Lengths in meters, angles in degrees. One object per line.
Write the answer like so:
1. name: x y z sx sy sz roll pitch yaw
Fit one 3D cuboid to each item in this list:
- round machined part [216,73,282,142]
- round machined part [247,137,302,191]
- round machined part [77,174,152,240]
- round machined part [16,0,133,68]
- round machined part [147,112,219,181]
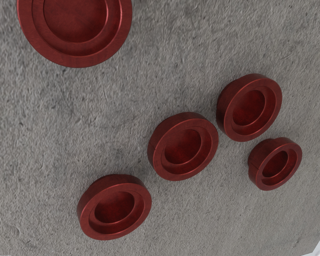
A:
1. round machined part: 0.121 -0.032 0.442 0.099 0.042 0.097 -14 124 -21
2. round machined part: 0.192 0.057 0.536 0.099 0.042 0.097 -14 124 -21
3. round machined part: -0.064 0.102 0.424 0.099 0.042 0.097 -14 124 -21
4. round machined part: -0.079 -0.109 0.285 0.099 0.042 0.097 -14 124 -21
5. round machined part: 0.027 0.021 0.423 0.099 0.042 0.097 -14 124 -21
